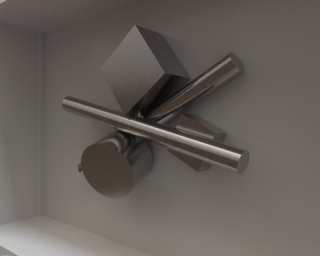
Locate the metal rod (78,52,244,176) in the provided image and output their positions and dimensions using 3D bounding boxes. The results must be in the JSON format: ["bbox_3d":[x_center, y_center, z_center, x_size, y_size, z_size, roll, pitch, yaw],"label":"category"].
[{"bbox_3d":[-0.020,-0.003,0.418,0.299,0.025,0.025,-34,69,34],"label":"metal rod"}]

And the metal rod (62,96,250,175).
[{"bbox_3d":[-0.031,-0.002,0.395,0.300,0.025,0.025,18,101,38],"label":"metal rod"}]

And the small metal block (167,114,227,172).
[{"bbox_3d":[0.042,0.016,0.366,0.050,0.025,0.050,33,110,34],"label":"small metal block"}]

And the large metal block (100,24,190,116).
[{"bbox_3d":[-0.021,-0.071,0.403,0.080,0.050,0.080,-43,64,31],"label":"large metal block"}]

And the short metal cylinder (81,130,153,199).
[{"bbox_3d":[-0.057,0.047,0.415,0.080,0.050,0.079,11,116,23],"label":"short metal cylinder"}]
